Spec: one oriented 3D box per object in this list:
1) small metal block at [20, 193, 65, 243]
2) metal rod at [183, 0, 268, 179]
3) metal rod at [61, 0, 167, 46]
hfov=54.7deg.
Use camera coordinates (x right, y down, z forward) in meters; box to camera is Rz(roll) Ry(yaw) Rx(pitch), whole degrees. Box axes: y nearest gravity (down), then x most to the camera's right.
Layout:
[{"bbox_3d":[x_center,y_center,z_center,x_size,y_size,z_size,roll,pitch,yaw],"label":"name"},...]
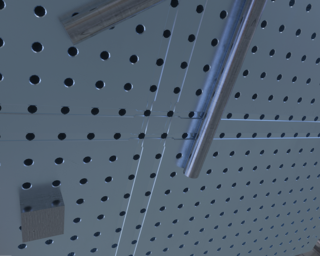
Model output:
[{"bbox_3d":[-0.152,0.115,0.400,0.050,0.025,0.050,-4,120,-27],"label":"small metal block"},{"bbox_3d":[0.088,-0.060,0.422,0.025,0.025,0.298,3,117,-30],"label":"metal rod"},{"bbox_3d":[0.038,-0.166,0.329,0.301,0.025,0.025,-30,129,-10],"label":"metal rod"}]
